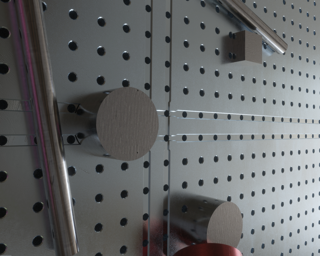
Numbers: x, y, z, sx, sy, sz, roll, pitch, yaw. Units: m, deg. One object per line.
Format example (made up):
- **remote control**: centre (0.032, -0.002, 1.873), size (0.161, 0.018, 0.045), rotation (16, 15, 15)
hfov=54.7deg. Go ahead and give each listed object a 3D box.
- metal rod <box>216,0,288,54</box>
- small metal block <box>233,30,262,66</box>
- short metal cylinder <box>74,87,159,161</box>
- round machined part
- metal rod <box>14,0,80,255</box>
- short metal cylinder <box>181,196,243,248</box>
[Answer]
- **metal rod**: centre (0.128, -0.200, 0.515), size (0.302, 0.025, 0.025), rotation (21, 77, -38)
- **small metal block**: centre (0.152, -0.137, 0.536), size (0.050, 0.025, 0.050), rotation (0, 90, -40)
- **short metal cylinder**: centre (-0.048, -0.005, 0.352), size (0.081, 0.050, 0.080), rotation (0, 90, -40)
- **round machined part**: centre (0.064, 0.196, 0.413), size (0.098, 0.098, 0.042), rotation (42, 30, -32)
- **metal rod**: centre (-0.115, -0.017, 0.312), size (0.025, 0.025, 0.298), rotation (-12, 98, -39)
- **short metal cylinder**: centre (0.077, 0.144, 0.458), size (0.081, 0.050, 0.080), rotation (0, 90, -40)
